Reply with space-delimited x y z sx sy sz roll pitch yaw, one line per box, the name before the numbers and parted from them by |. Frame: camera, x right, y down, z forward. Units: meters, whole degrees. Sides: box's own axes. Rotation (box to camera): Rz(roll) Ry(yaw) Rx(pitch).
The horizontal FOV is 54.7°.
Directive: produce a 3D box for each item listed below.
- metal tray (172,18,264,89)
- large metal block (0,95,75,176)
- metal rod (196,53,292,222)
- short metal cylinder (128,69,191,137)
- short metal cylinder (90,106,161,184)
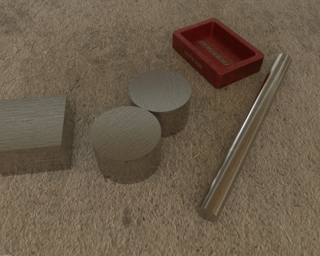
metal tray | 0.091 -0.126 0.506 0.091 0.030 0.130 -25 54 -20
large metal block | -0.153 0.008 0.379 0.081 0.050 0.080 -5 50 -5
metal rod | 0.123 -0.008 0.411 0.025 0.025 0.301 24 54 18
short metal cylinder | 0.000 -0.034 0.416 0.081 0.050 0.080 0 50 0
short metal cylinder | -0.039 0.020 0.370 0.080 0.050 0.080 0 50 0
